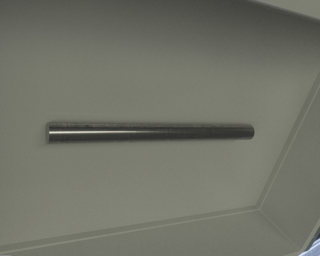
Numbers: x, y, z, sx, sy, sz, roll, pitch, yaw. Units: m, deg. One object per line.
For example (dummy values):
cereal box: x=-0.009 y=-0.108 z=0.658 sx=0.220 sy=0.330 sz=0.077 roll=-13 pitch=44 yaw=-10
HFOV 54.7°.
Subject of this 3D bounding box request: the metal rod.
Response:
metal rod: x=0.008 y=0.006 z=0.416 sx=0.303 sy=0.025 sz=0.025 roll=0 pitch=118 yaw=-29
